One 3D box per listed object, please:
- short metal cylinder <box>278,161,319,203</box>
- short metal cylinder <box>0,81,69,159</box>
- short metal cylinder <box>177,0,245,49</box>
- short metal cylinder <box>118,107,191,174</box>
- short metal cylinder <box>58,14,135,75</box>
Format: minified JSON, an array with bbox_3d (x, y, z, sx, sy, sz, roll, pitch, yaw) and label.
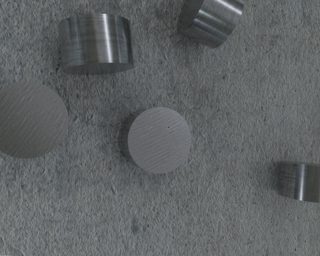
[{"bbox_3d":[0.219,0.078,0.461,0.081,0.080,0.050,6,88,-20],"label":"short metal cylinder"},{"bbox_3d":[-0.145,-0.008,0.342,0.081,0.050,0.080,0,90,-20],"label":"short metal cylinder"},{"bbox_3d":[0.064,-0.151,0.403,0.050,0.080,0.080,20,84,-19],"label":"short metal cylinder"},{"bbox_3d":[-0.008,0.014,0.393,0.081,0.050,0.080,0,90,-20],"label":"short metal cylinder"},{"bbox_3d":[-0.072,-0.092,0.353,0.081,0.080,0.050,-6,92,-20],"label":"short metal cylinder"}]
